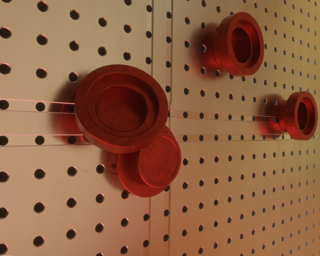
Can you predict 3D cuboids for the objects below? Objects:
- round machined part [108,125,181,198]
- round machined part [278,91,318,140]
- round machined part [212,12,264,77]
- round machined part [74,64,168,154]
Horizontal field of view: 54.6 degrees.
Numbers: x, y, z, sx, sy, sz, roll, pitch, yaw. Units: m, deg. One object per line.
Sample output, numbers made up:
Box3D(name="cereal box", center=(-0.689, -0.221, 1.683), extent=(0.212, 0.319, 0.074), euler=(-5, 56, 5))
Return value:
Box3D(name="round machined part", center=(-0.012, 0.038, 0.387), extent=(0.099, 0.042, 0.097), euler=(0, 90, -40))
Box3D(name="round machined part", center=(0.277, -0.024, 0.628), extent=(0.099, 0.042, 0.097), euler=(0, 90, -40))
Box3D(name="round machined part", center=(0.122, -0.131, 0.498), extent=(0.099, 0.042, 0.097), euler=(0, 90, -40))
Box3D(name="round machined part", center=(-0.044, -0.018, 0.342), extent=(0.099, 0.042, 0.098), euler=(7, 65, -14))
